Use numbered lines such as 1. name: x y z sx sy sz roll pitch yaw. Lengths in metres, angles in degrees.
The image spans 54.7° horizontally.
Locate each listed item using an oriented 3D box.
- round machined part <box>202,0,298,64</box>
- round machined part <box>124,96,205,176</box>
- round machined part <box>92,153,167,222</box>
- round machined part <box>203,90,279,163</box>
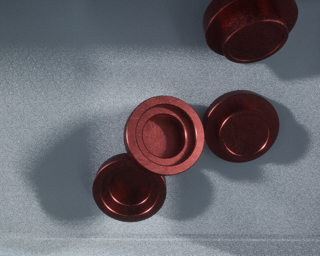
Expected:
1. round machined part: 0.098 -0.107 0.335 0.099 0.042 0.098 -6 155 -2
2. round machined part: 0.003 0.012 0.391 0.099 0.042 0.098 3 78 -16
3. round machined part: -0.041 0.078 0.431 0.099 0.042 0.097 0 110 -1
4. round machined part: 0.107 0.003 0.405 0.099 0.042 0.097 0 110 -1
